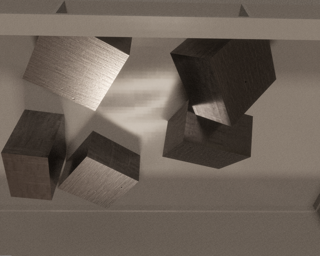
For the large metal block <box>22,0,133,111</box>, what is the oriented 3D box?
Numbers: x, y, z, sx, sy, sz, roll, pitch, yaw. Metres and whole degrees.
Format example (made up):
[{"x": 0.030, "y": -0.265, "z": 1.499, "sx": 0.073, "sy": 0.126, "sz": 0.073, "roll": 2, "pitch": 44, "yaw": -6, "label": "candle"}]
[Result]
[{"x": -0.085, "y": -0.076, "z": 0.326, "sx": 0.080, "sy": 0.050, "sz": 0.080, "roll": 25, "pitch": 126, "yaw": -20, "label": "large metal block"}]

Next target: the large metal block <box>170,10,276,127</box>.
[{"x": 0.068, "y": -0.062, "z": 0.314, "sx": 0.080, "sy": 0.050, "sz": 0.080, "roll": -44, "pitch": 130, "yaw": -20, "label": "large metal block"}]

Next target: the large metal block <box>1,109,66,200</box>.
[{"x": -0.157, "y": 0.034, "z": 0.400, "sx": 0.050, "sy": 0.080, "sz": 0.079, "roll": 7, "pitch": 130, "yaw": -7, "label": "large metal block"}]

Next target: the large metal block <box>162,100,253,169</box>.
[{"x": 0.056, "y": 0.012, "z": 0.381, "sx": 0.081, "sy": 0.050, "sz": 0.080, "roll": 14, "pitch": 160, "yaw": -12, "label": "large metal block"}]

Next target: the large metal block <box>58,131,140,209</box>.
[{"x": -0.086, "y": 0.062, "z": 0.444, "sx": 0.080, "sy": 0.050, "sz": 0.080, "roll": 31, "pitch": 123, "yaw": -24, "label": "large metal block"}]
